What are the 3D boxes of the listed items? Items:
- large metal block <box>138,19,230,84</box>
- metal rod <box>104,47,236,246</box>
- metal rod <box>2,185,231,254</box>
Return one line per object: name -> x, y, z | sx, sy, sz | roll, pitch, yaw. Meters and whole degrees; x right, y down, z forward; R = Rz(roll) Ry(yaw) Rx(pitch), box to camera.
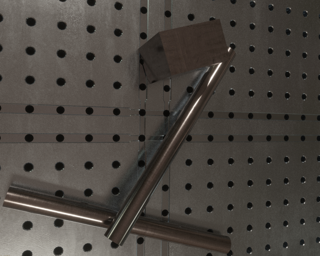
large metal block -> 0.028, -0.095, 0.395 | 0.081, 0.080, 0.050 | -19, 97, -19
metal rod -> 0.022, 0.011, 0.407 | 0.025, 0.025, 0.300 | 38, 72, -17
metal rod -> -0.039, 0.123, 0.399 | 0.302, 0.025, 0.025 | 19, 84, -20
